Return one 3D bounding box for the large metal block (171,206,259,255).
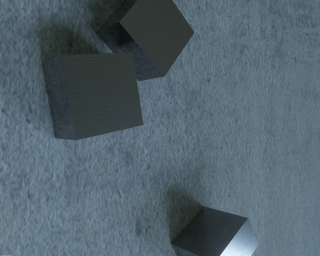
[{"bbox_3d":[0.077,0.164,0.437,0.080,0.080,0.050,-39,114,-33],"label":"large metal block"}]

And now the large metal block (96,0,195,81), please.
[{"bbox_3d":[-0.015,-0.116,0.377,0.080,0.050,0.080,47,62,-30],"label":"large metal block"}]

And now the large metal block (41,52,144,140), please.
[{"bbox_3d":[-0.070,-0.035,0.331,0.081,0.050,0.079,-14,99,-39],"label":"large metal block"}]
